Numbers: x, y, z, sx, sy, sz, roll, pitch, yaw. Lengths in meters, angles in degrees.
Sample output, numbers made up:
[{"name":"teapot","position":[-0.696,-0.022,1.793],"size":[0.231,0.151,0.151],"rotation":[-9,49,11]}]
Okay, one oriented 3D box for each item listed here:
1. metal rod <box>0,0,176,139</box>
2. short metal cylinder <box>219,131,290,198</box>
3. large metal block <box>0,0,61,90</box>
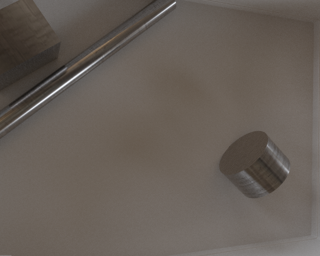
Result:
[{"name":"metal rod","position":[-0.096,-0.075,0.375],"size":[0.301,0.025,0.025],"rotation":[-41,104,-16]},{"name":"short metal cylinder","position":[0.131,0.050,0.431],"size":[0.050,0.080,0.080],"rotation":[45,76,-15]},{"name":"large metal block","position":[-0.155,-0.083,0.324],"size":[0.080,0.080,0.050],"rotation":[-36,102,-17]}]
